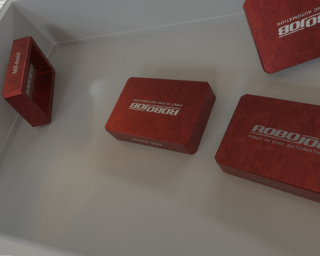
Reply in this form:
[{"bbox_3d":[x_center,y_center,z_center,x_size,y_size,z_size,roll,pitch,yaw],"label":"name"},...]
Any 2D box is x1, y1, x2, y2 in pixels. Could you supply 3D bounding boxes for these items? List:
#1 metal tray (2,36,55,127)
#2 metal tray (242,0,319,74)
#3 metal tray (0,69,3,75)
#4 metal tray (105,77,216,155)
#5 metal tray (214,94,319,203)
[{"bbox_3d":[-0.216,-0.078,0.522,0.030,0.090,0.130,-13,55,6],"label":"metal tray"},{"bbox_3d":[0.171,-0.126,0.352,0.130,0.090,0.030,-18,15,17],"label":"metal tray"},{"bbox_3d":[-0.414,-0.158,0.681,0.130,0.090,0.030,31,80,38],"label":"metal tray"},{"bbox_3d":[-0.001,-0.021,0.416,0.130,0.030,0.090,9,66,32],"label":"metal tray"},{"bbox_3d":[0.134,0.018,0.321,0.130,0.030,0.090,15,69,34],"label":"metal tray"}]
